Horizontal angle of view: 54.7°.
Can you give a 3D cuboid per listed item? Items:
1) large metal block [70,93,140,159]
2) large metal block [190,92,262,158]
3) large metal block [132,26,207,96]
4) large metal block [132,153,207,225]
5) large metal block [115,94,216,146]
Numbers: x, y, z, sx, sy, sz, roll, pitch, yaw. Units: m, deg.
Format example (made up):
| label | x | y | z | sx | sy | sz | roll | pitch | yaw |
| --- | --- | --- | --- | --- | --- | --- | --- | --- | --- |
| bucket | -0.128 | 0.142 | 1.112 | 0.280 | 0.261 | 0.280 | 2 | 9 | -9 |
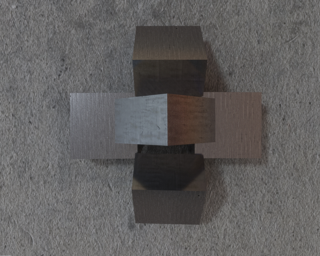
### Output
| label | x | y | z | sx | sy | sz | roll | pitch | yaw |
| --- | --- | --- | --- | --- | --- | --- | --- | --- | --- |
| large metal block | -0.068 | -0.003 | 0.398 | 0.081 | 0.050 | 0.079 | 0 | 90 | -1 |
| large metal block | 0.082 | -0.004 | 0.397 | 0.081 | 0.050 | 0.079 | 0 | 90 | -1 |
| large metal block | 0.011 | -0.083 | 0.378 | 0.081 | 0.080 | 0.050 | 0 | 134 | 0 |
| large metal block | 0.010 | 0.076 | 0.378 | 0.081 | 0.080 | 0.050 | 1 | 47 | 0 |
| large metal block | 0.006 | -0.008 | 0.351 | 0.080 | 0.081 | 0.050 | 0 | 90 | 44 |
